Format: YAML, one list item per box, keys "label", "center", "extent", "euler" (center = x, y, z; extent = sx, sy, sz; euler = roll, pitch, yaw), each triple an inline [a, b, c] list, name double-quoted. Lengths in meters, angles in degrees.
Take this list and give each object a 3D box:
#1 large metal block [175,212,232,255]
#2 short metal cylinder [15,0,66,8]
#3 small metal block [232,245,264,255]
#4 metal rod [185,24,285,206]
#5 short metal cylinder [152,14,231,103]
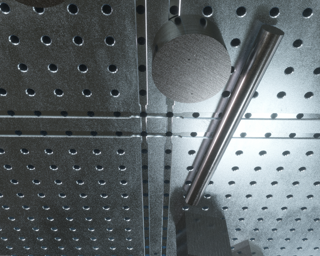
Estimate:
- label: "large metal block"
  center: [0.075, 0.203, 0.549]
  extent: [0.081, 0.080, 0.050]
  euler: [14, 129, -12]
- label: "short metal cylinder"
  center: [-0.103, -0.152, 0.265]
  extent: [0.081, 0.050, 0.079]
  euler: [0, 131, 0]
- label: "small metal block"
  center: [0.183, 0.273, 0.646]
  extent: [0.050, 0.025, 0.050]
  euler: [-37, 121, 27]
- label: "metal rod"
  center: [0.086, 0.008, 0.418]
  extent: [0.025, 0.025, 0.298]
  euler: [10, 130, -8]
- label: "short metal cylinder"
  center: [0.032, -0.074, 0.333]
  extent: [0.081, 0.050, 0.079]
  euler: [0, 130, 0]
